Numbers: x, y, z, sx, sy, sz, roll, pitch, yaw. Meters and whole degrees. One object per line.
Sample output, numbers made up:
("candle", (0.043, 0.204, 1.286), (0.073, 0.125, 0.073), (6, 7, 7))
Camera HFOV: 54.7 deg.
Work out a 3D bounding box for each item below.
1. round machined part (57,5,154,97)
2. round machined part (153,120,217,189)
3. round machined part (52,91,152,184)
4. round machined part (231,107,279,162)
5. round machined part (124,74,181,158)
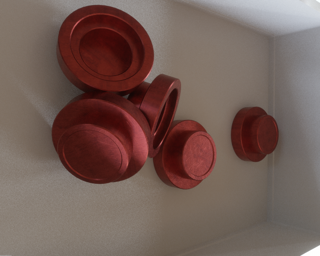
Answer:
("round machined part", (-0.060, -0.077, 0.332), (0.099, 0.042, 0.098), (7, 72, -22))
("round machined part", (0.041, 0.037, 0.433), (0.099, 0.042, 0.097), (0, 90, -40))
("round machined part", (-0.060, 0.016, 0.307), (0.098, 0.098, 0.042), (61, 20, -23))
("round machined part", (0.172, 0.011, 0.543), (0.099, 0.042, 0.097), (0, 90, -40))
("round machined part", (-0.012, -0.017, 0.365), (0.098, 0.042, 0.098), (18, 91, -78))
